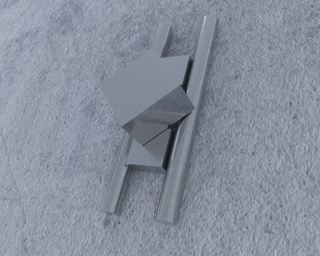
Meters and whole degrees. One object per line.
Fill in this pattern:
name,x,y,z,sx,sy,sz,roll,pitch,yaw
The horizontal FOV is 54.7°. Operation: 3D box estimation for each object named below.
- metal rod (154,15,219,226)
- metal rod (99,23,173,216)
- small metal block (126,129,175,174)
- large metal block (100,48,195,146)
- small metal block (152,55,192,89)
metal rod,0.041,-0.028,0.401,0.025,0.025,0.300,1,62,28
metal rod,-0.026,-0.029,0.436,0.025,0.025,0.300,1,62,28
small metal block,-0.009,0.029,0.390,0.050,0.025,0.050,1,62,28
large metal block,-0.016,-0.039,0.386,0.080,0.050,0.080,-35,52,4
small metal block,0.018,-0.074,0.438,0.050,0.025,0.050,1,62,28
